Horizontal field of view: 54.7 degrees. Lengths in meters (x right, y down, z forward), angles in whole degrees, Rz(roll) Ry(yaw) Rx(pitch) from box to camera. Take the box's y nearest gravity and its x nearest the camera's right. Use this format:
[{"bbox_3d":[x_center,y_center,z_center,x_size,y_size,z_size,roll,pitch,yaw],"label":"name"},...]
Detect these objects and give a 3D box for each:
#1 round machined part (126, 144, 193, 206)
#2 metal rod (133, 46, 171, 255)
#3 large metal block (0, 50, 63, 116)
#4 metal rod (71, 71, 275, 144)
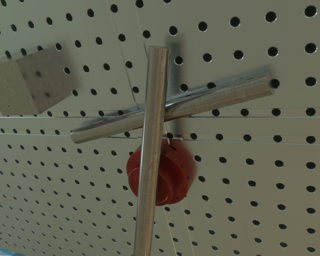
[{"bbox_3d":[-0.006,0.074,0.448,0.098,0.042,0.097,13,124,20],"label":"round machined part"},{"bbox_3d":[-0.013,0.049,0.396,0.025,0.025,0.298,14,112,20],"label":"metal rod"},{"bbox_3d":[-0.205,-0.066,0.460,0.080,0.050,0.080,0,118,28],"label":"large metal block"},{"bbox_3d":[-0.007,-0.017,0.403,0.300,0.025,0.025,-14,112,33],"label":"metal rod"}]
